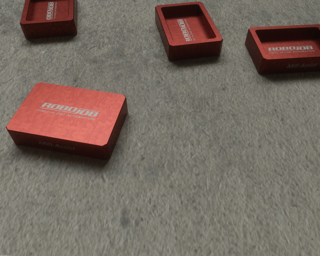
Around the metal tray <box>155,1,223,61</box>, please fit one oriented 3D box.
[{"bbox_3d":[0.047,-0.174,0.546,0.091,0.030,0.130,-8,51,-8],"label":"metal tray"}]

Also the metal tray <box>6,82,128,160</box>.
[{"bbox_3d":[-0.117,-0.012,0.409,0.131,0.030,0.090,9,51,7],"label":"metal tray"}]

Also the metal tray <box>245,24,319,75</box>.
[{"bbox_3d":[0.218,-0.132,0.513,0.131,0.030,0.090,-4,50,-4],"label":"metal tray"}]

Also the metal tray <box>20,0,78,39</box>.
[{"bbox_3d":[-0.204,-0.220,0.581,0.091,0.030,0.130,-7,50,-6],"label":"metal tray"}]
